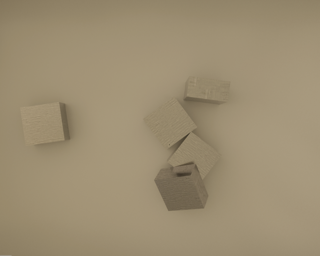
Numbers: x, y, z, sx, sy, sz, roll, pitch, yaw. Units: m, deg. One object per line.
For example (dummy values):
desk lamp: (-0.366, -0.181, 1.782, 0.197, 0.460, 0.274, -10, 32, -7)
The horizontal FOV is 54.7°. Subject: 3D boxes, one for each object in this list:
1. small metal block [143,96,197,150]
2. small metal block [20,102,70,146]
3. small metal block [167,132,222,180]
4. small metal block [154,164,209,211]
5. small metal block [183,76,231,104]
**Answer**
small metal block: (0.013, -0.006, 0.412, 0.050, 0.025, 0.050, -36, 90, -1)
small metal block: (-0.151, -0.005, 0.409, 0.050, 0.025, 0.050, -8, 90, -1)
small metal block: (0.045, 0.039, 0.412, 0.050, 0.025, 0.050, 38, 90, -1)
small metal block: (0.028, 0.076, 0.394, 0.050, 0.025, 0.050, -12, 112, 27)
small metal block: (0.059, -0.047, 0.400, 0.050, 0.050, 0.025, 7, 90, -1)
